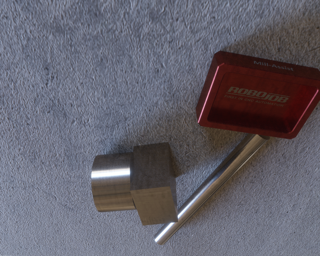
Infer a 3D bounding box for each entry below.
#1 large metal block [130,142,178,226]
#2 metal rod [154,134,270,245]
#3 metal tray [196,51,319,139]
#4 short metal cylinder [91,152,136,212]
[{"bbox_3d":[-0.006,0.079,0.438,0.050,0.080,0.080,-7,130,6],"label":"large metal block"},{"bbox_3d":[0.069,0.108,0.500,0.025,0.025,0.298,21,127,-18],"label":"metal rod"},{"bbox_3d":[0.118,-0.036,0.374,0.131,0.030,0.089,8,130,-8],"label":"metal tray"},{"bbox_3d":[-0.059,0.076,0.435,0.050,0.080,0.080,-5,130,4],"label":"short metal cylinder"}]
